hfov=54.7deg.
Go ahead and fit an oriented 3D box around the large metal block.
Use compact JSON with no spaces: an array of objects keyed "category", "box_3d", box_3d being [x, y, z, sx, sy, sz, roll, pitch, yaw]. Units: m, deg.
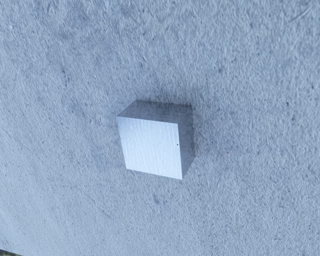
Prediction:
[{"category":"large metal block","box_3d":[-0.002,0.013,0.400,0.080,0.050,0.079,8,122,24]}]
